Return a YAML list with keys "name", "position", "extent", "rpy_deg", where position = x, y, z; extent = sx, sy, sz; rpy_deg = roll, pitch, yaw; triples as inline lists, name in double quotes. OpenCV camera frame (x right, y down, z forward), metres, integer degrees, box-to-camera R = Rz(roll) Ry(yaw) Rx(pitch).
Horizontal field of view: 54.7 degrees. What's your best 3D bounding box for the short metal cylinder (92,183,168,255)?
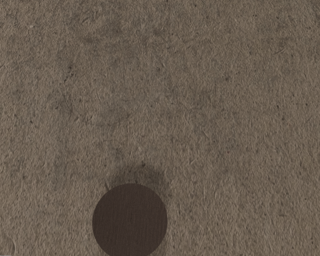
- name: "short metal cylinder"
  position: [-0.032, 0.108, 0.355]
  extent: [0.081, 0.050, 0.080]
  rpy_deg: [0, 70, 0]
